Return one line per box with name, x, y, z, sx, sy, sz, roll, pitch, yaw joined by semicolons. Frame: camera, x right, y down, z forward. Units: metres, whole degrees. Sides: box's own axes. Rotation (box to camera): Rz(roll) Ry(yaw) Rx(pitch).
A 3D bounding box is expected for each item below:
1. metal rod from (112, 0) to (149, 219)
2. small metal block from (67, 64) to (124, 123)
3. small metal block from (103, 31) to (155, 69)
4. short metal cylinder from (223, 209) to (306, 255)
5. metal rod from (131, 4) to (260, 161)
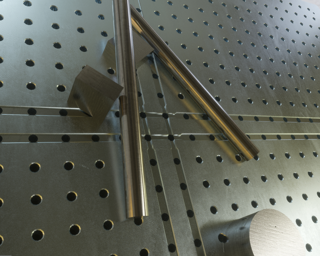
metal rod;-0.040;-0.041;0.390;0.025;0.025;0.299;4;66;-26
small metal block;-0.079;-0.040;0.374;0.050;0.050;0.025;32;52;-8
small metal block;-0.045;-0.113;0.453;0.050;0.025;0.050;42;51;0
short metal cylinder;0.124;0.143;0.371;0.081;0.050;0.080;14;56;-21
metal rod;0.042;-0.073;0.475;0.025;0.025;0.300;-34;81;-38
